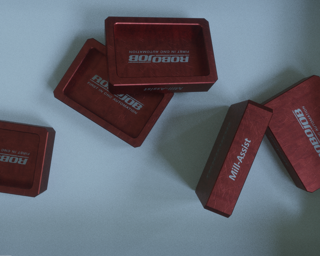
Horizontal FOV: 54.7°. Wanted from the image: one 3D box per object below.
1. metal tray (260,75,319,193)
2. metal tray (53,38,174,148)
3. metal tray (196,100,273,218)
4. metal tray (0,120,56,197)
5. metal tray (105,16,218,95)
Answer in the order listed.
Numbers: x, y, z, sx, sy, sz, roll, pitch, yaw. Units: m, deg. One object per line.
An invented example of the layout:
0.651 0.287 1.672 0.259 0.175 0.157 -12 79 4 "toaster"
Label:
0.197 0.007 0.412 0.090 0.030 0.130 -31 90 -1 "metal tray"
-0.059 -0.045 0.408 0.130 0.030 0.090 33 90 -1 "metal tray"
0.086 0.034 0.380 0.030 0.090 0.129 22 90 0 "metal tray"
-0.212 0.035 0.406 0.131 0.030 0.089 8 90 -1 "metal tray"
0.000 -0.090 0.385 0.131 0.030 0.090 -3 75 -12 "metal tray"
